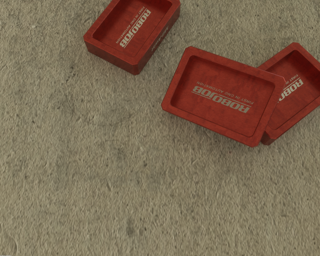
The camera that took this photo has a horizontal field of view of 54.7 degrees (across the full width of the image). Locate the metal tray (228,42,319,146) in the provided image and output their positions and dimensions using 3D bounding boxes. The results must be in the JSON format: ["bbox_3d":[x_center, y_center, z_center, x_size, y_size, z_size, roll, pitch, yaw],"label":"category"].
[{"bbox_3d":[0.166,-0.049,0.424,0.131,0.030,0.090,-35,74,-12],"label":"metal tray"}]

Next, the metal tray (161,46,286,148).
[{"bbox_3d":[0.078,-0.040,0.393,0.130,0.030,0.090,24,92,18],"label":"metal tray"}]

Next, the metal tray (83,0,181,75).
[{"bbox_3d":[-0.039,-0.152,0.460,0.090,0.030,0.130,29,72,10],"label":"metal tray"}]
